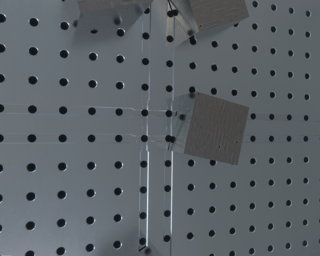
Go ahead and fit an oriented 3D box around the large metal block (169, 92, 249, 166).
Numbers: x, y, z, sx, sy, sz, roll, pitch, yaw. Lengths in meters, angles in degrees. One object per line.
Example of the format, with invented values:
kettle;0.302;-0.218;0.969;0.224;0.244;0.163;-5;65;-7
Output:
large metal block;0.066;0.002;0.423;0.081;0.050;0.080;14;85;-20

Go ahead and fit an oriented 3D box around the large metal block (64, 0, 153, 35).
large metal block;-0.064;-0.151;0.359;0.081;0.080;0.050;-18;96;-19

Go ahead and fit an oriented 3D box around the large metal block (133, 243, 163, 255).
large metal block;-0.021;0.197;0.376;0.080;0.080;0.050;-28;99;-18

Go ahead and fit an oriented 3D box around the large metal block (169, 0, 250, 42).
large metal block;0.063;-0.173;0.422;0.081;0.050;0.080;-22;98;-19
